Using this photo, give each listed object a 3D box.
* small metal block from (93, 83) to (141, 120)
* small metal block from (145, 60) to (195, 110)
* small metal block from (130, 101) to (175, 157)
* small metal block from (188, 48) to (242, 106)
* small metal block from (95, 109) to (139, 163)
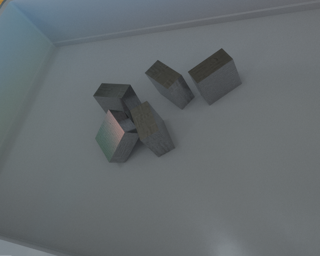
[{"bbox_3d":[-0.057,-0.036,0.438,0.050,0.050,0.025,7,56,31],"label":"small metal block"},{"bbox_3d":[0.014,-0.058,0.417,0.025,0.050,0.050,-46,51,-4],"label":"small metal block"},{"bbox_3d":[-0.009,0.002,0.392,0.025,0.050,0.050,-30,52,9],"label":"small metal block"},{"bbox_3d":[0.070,-0.063,0.391,0.050,0.050,0.025,-35,52,5],"label":"small metal block"},{"bbox_3d":[-0.057,0.011,0.413,0.050,0.025,0.050,50,122,39],"label":"small metal block"}]
